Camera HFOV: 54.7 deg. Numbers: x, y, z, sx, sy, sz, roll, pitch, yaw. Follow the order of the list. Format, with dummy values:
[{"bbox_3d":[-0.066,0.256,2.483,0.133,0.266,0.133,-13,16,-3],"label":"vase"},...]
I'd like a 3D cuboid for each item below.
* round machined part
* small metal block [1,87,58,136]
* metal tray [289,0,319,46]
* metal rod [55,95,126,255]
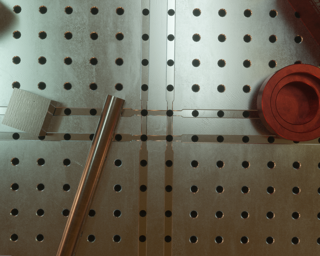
[{"bbox_3d":[0.176,-0.032,0.406,0.099,0.042,0.097,0,90,0],"label":"round machined part"},{"bbox_3d":[-0.172,-0.021,0.412,0.050,0.025,0.050,19,90,0],"label":"small metal block"},{"bbox_3d":[0.213,-0.150,0.382,0.030,0.090,0.130,-35,90,0],"label":"metal tray"},{"bbox_3d":[-0.104,0.101,0.412,0.025,0.025,0.298,18,90,0],"label":"metal rod"}]
